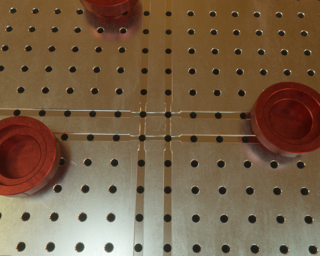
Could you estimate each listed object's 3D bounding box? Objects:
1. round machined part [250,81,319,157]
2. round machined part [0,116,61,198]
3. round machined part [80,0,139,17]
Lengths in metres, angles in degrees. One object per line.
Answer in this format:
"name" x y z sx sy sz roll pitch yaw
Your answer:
"round machined part" 0.168 -0.009 0.408 0.099 0.042 0.098 0 70 -1
"round machined part" -0.173 0.038 0.387 0.099 0.042 0.098 0 70 -1
"round machined part" -0.078 -0.213 0.480 0.099 0.042 0.098 0 70 -1
